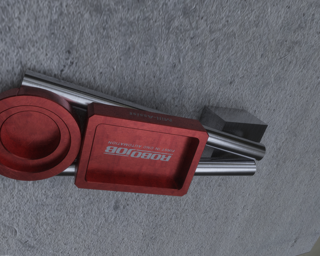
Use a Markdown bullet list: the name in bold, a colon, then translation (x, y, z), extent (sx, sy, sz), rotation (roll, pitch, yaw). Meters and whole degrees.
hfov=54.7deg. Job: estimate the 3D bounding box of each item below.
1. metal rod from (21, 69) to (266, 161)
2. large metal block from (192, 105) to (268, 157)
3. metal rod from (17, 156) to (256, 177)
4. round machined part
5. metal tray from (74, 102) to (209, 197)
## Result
- **metal rod**: translation (-0.001, -0.007, 0.363), extent (0.302, 0.025, 0.025), rotation (16, 110, -22)
- **large metal block**: translation (0.098, 0.017, 0.456), extent (0.081, 0.050, 0.079), rotation (4, 117, -31)
- **metal rod**: translation (-0.019, 0.048, 0.387), extent (0.302, 0.025, 0.025), rotation (2, 118, -16)
- **round machined part**: translation (-0.133, 0.003, 0.320), extent (0.099, 0.042, 0.097), rotation (-7, 119, -13)
- **metal tray**: translation (-0.021, 0.028, 0.344), extent (0.131, 0.030, 0.089), rotation (9, 115, -19)
